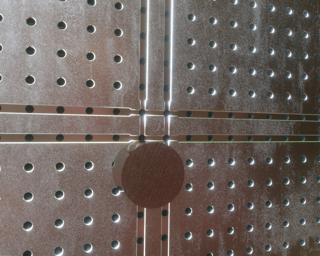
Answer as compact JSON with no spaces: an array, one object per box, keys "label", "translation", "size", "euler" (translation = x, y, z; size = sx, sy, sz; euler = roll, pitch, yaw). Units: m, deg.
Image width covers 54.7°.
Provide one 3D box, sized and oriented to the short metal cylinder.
[{"label":"short metal cylinder","translation":[-0.016,0.057,0.395],"size":[0.081,0.050,0.079],"euler":[0,90,-21]}]
